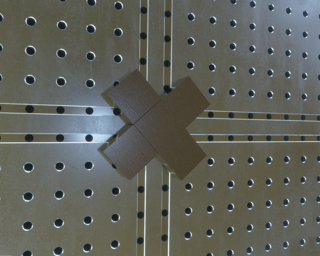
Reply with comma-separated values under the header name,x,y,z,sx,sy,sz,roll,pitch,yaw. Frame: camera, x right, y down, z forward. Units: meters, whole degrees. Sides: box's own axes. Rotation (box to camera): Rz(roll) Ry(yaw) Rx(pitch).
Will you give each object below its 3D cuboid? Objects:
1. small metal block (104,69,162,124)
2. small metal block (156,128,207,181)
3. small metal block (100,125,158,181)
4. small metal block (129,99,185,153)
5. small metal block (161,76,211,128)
name,x,y,z,sx,sy,sz,roll,pitch,yaw
small metal block,-0.035,-0.040,0.400,0.050,0.025,0.050,-43,104,-15
small metal block,0.027,0.035,0.424,0.050,0.025,0.050,-43,104,-15
small metal block,-0.040,0.031,0.399,0.050,0.025,0.050,-43,104,-15
small metal block,-0.004,-0.002,0.411,0.050,0.025,0.050,-43,104,-15
small metal block,0.032,-0.035,0.425,0.050,0.025,0.050,-43,104,-15
